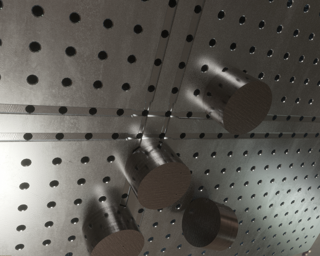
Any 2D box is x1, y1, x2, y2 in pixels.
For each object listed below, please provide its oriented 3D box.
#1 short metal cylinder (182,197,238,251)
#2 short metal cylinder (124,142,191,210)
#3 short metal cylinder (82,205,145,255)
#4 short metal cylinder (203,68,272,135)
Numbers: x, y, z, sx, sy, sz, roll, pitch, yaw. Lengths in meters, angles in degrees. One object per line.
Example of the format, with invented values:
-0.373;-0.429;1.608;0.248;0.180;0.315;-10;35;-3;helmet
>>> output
0.084;0.163;0.525;0.050;0.080;0.080;28;103;-38;short metal cylinder
-0.004;0.067;0.436;0.081;0.050;0.079;-14;125;-21;short metal cylinder
-0.070;0.163;0.459;0.081;0.050;0.079;-14;125;-21;short metal cylinder
0.107;-0.037;0.433;0.081;0.050;0.079;-14;124;-21;short metal cylinder
